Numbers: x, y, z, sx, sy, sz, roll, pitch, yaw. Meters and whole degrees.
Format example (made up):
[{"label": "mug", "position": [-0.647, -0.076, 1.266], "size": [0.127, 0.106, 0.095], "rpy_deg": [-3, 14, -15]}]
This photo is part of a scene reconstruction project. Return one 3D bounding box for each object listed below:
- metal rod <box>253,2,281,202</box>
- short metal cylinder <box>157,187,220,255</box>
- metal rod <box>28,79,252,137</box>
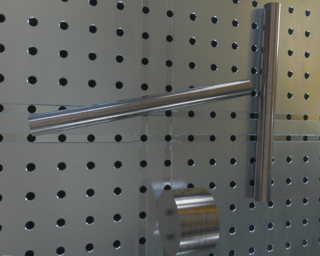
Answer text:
[{"label": "metal rod", "position": [0.163, -0.039, 0.472], "size": [0.025, 0.025, 0.298], "rpy_deg": [4, 89, -20]}, {"label": "short metal cylinder", "position": [0.034, 0.118, 0.396], "size": [0.050, 0.080, 0.080], "rpy_deg": [0, 90, -20]}, {"label": "metal rod", "position": [-0.010, -0.031, 0.408], "size": [0.302, 0.025, 0.025], "rpy_deg": [-12, 94, -20]}]
